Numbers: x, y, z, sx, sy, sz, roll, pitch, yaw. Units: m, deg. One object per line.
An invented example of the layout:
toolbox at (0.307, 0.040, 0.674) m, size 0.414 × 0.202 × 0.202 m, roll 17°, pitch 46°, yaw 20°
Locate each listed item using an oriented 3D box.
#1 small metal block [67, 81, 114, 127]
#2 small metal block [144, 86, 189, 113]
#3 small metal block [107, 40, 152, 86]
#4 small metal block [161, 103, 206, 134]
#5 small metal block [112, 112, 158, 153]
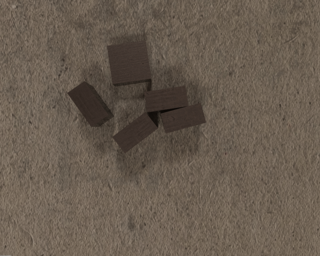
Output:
small metal block at (-0.087, -0.029, 0.396) m, size 0.025 × 0.050 × 0.050 m, roll -35°, pitch 90°, yaw 0°
small metal block at (0.008, -0.035, 0.398) m, size 0.050 × 0.050 × 0.025 m, roll -9°, pitch 90°, yaw 0°
small metal block at (-0.040, -0.084, 0.409) m, size 0.050 × 0.025 × 0.050 m, roll -8°, pitch 90°, yaw -1°
small metal block at (0.028, -0.012, 0.398) m, size 0.050 × 0.050 × 0.025 m, roll -15°, pitch 91°, yaw 0°
small metal block at (-0.030, 0.005, 0.397) m, size 0.050 × 0.050 × 0.025 m, roll -37°, pitch 90°, yaw 0°
